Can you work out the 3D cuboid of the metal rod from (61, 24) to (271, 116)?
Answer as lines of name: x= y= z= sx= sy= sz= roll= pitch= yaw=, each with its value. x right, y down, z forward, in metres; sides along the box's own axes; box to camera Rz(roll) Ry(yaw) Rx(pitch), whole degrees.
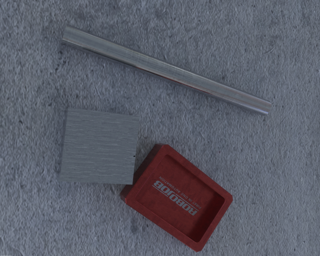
metal rod: x=0.023 y=-0.071 z=0.417 sx=0.302 sy=0.025 sz=0.025 roll=17 pitch=85 yaw=-20

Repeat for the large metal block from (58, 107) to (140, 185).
large metal block: x=-0.074 y=0.021 z=0.369 sx=0.081 sy=0.050 sz=0.080 roll=7 pitch=88 yaw=-20

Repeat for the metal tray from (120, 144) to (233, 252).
metal tray: x=0.025 y=0.093 z=0.415 sx=0.130 sy=0.030 sz=0.090 roll=39 pitch=77 yaw=-16
